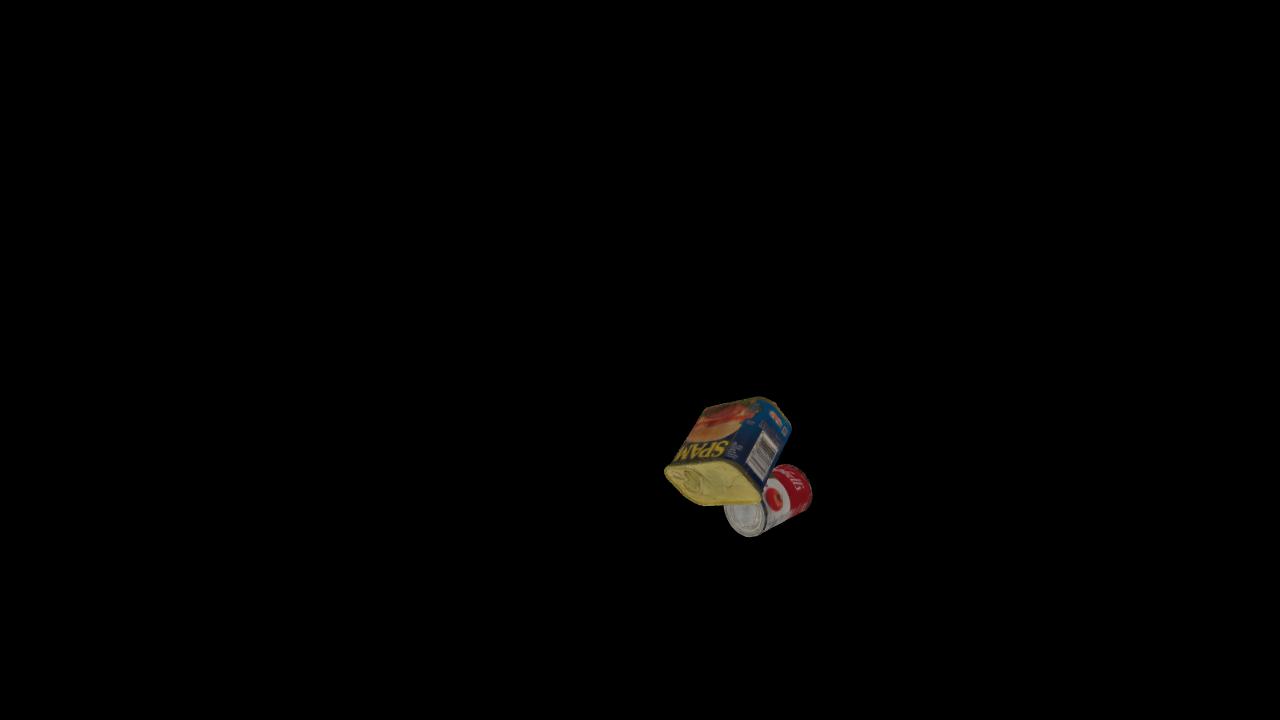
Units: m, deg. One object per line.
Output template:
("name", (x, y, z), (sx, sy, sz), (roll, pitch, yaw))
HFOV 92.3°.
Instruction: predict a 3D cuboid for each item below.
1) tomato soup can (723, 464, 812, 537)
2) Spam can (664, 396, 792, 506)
("tomato soup can", (0.162, 0.178, 0.784), (0.101, 0.068, 0.068), (-12, 8, -40))
("Spam can", (0.084, 0.086, 0.582), (0.101, 0.058, 0.085), (-18, 28, 52))
